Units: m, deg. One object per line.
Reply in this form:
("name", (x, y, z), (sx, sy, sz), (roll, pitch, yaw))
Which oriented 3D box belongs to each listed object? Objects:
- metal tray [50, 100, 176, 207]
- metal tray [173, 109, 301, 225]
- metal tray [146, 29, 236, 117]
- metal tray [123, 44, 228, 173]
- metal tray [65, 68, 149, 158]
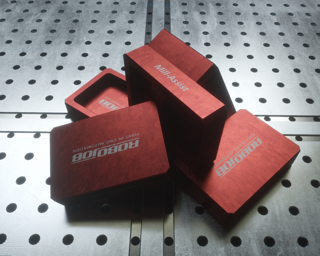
("metal tray", (-0.056, 0.028, 0.349), (0.131, 0.030, 0.090), (-15, 61, 6))
("metal tray", (0.090, 0.040, 0.370), (0.131, 0.030, 0.090), (-34, 58, -26))
("metal tray", (0.043, -0.057, 0.389), (0.030, 0.130, 0.090), (-47, 60, 1))
("metal tray", (0.011, -0.022, 0.345), (0.030, 0.089, 0.130), (-31, 57, -24))
("metal tray", (-0.051, -0.025, 0.424), (0.130, 0.030, 0.090), (29, 56, 22))
